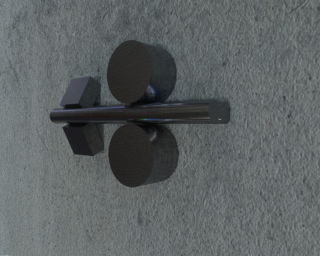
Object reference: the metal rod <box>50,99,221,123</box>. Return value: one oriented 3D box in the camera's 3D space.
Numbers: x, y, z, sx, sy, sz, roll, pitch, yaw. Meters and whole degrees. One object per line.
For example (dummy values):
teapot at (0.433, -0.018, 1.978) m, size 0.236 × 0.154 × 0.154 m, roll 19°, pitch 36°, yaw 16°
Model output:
metal rod at (-0.058, -0.019, 0.422) m, size 0.300 × 0.025 × 0.025 m, roll 1°, pitch 90°, yaw 40°

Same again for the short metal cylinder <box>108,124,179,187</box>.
short metal cylinder at (-0.022, 0.034, 0.408) m, size 0.080 × 0.050 × 0.079 m, roll 0°, pitch 90°, yaw 40°

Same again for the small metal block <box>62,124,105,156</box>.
small metal block at (-0.122, 0.016, 0.494) m, size 0.050 × 0.025 × 0.050 m, roll 1°, pitch 117°, yaw 39°

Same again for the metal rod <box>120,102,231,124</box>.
metal rod at (-0.042, -0.018, 0.441) m, size 0.300 × 0.025 × 0.025 m, roll 1°, pitch 91°, yaw 40°

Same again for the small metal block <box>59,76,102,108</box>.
small metal block at (-0.128, -0.054, 0.500) m, size 0.050 × 0.025 × 0.050 m, roll 0°, pitch 63°, yaw 40°

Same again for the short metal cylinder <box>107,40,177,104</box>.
short metal cylinder at (-0.024, -0.071, 0.410) m, size 0.080 × 0.050 × 0.079 m, roll 0°, pitch 90°, yaw 40°
